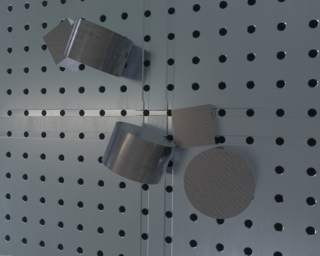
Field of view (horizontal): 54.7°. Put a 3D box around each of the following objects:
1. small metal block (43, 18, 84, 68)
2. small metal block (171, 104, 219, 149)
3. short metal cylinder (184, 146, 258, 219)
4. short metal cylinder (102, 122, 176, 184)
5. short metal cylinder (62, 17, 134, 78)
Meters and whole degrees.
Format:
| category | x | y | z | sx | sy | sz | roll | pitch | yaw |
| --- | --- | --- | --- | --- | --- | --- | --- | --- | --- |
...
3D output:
| category | x | y | z | sx | sy | sz | roll | pitch | yaw |
| --- | --- | --- | --- | --- | --- | --- | --- | --- | --- |
| small metal block | -0.138 | -0.125 | 0.461 | 0.050 | 0.025 | 0.050 | -31 | 80 | 17 |
| small metal block | 0.045 | -0.002 | 0.397 | 0.050 | 0.025 | 0.050 | -8 | 87 | 19 |
| short metal cylinder | 0.074 | 0.063 | 0.373 | 0.080 | 0.050 | 0.080 | 0 | 90 | 20 |
| short metal cylinder | -0.027 | 0.030 | 0.393 | 0.080 | 0.080 | 0.050 | 24 | 98 | 18 |
| short metal cylinder | -0.081 | -0.106 | 0.412 | 0.080 | 0.080 | 0.050 | 25 | 98 | 18 |
